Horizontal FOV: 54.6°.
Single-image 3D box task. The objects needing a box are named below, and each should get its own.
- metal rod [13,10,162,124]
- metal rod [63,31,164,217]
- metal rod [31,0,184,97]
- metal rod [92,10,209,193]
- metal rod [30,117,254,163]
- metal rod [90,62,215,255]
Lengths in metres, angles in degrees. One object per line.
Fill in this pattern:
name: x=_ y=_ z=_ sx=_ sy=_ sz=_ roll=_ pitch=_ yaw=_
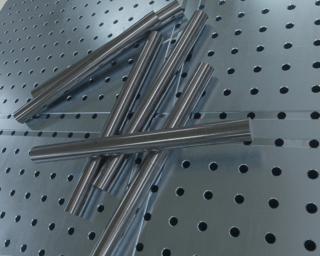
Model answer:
metal rod: x=-0.128 y=-0.098 z=0.524 sx=0.300 sy=0.025 sz=0.025 roll=-33 pitch=51 yaw=11
metal rod: x=-0.060 y=-0.019 z=0.452 sx=0.025 sy=0.025 sz=0.300 roll=9 pitch=66 yaw=32
metal rod: x=-0.096 y=-0.130 z=0.540 sx=0.300 sy=0.025 sz=0.025 roll=-29 pitch=52 yaw=9
metal rod: x=-0.007 y=-0.048 z=0.441 sx=0.025 sy=0.025 sz=0.300 roll=18 pitch=71 yaw=35
metal rod: x=-0.041 y=0.020 z=0.384 sx=0.300 sy=0.025 sz=0.025 roll=-8 pitch=58 yaw=24
metal rod: x=-0.008 y=0.043 z=0.386 sx=0.025 sy=0.025 sz=0.300 roll=19 pitch=71 yaw=35
